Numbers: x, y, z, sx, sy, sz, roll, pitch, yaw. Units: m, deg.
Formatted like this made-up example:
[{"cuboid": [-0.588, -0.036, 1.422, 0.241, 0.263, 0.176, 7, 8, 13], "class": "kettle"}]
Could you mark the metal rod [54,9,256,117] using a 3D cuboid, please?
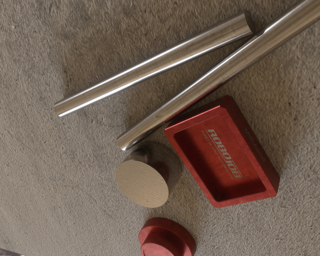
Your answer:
[{"cuboid": [-0.031, -0.066, 0.382, 0.300, 0.025, 0.025, -17, 109, 35], "class": "metal rod"}]

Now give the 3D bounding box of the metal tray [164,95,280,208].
[{"cuboid": [0.077, 0.034, 0.384, 0.090, 0.030, 0.130, -24, 106, 36], "class": "metal tray"}]

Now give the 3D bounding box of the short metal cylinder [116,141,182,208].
[{"cuboid": [-0.015, 0.065, 0.439, 0.080, 0.050, 0.079, 13, 124, 21], "class": "short metal cylinder"}]

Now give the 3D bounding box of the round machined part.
[{"cuboid": [0.007, 0.201, 0.516, 0.098, 0.042, 0.097, 13, 124, 21], "class": "round machined part"}]

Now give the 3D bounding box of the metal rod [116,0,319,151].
[{"cuboid": [0.045, -0.045, 0.355, 0.299, 0.025, 0.025, -34, 99, 38], "class": "metal rod"}]
